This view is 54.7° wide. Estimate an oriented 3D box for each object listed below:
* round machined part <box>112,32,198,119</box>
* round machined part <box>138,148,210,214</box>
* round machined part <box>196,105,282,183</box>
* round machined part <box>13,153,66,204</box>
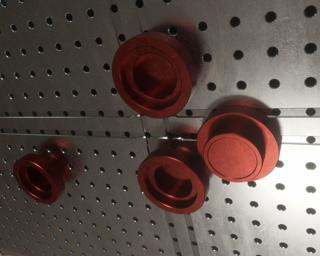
[{"bbox_3d":[-0.003,-0.063,0.361,0.098,0.042,0.097,13,124,20],"label":"round machined part"},{"bbox_3d":[0.022,0.068,0.430,0.098,0.042,0.097,13,124,20],"label":"round machined part"},{"bbox_3d":[0.090,0.026,0.368,0.098,0.042,0.097,13,124,20],"label":"round machined part"},{"bbox_3d":[-0.212,0.087,0.563,0.098,0.042,0.097,13,124,20],"label":"round machined part"}]
